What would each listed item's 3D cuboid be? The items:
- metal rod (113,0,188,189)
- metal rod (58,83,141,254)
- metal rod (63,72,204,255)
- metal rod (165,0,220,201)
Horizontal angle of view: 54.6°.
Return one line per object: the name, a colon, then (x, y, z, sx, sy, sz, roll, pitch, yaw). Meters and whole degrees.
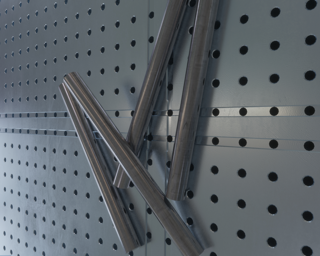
metal rod: (-0.012, -0.054, 0.420, 0.025, 0.025, 0.298, 29, 108, 36)
metal rod: (-0.103, 0.050, 0.495, 0.025, 0.025, 0.299, -42, 65, 32)
metal rod: (-0.044, 0.041, 0.416, 0.025, 0.025, 0.300, -46, 72, 30)
metal rod: (0.042, -0.058, 0.375, 0.025, 0.025, 0.298, 15, 100, 39)
